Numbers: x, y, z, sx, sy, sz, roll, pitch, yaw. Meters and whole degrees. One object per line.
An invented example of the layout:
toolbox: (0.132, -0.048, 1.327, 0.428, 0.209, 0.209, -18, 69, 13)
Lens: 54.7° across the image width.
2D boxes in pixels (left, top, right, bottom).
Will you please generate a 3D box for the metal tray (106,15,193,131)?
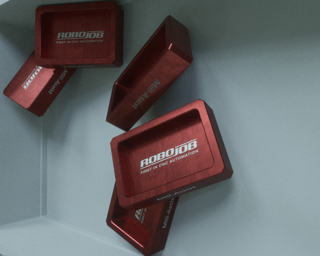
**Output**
metal tray: (-0.016, -0.067, 0.386, 0.129, 0.030, 0.090, -45, 28, 31)

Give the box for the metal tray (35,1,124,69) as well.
metal tray: (-0.122, -0.138, 0.468, 0.131, 0.030, 0.089, 1, 91, 13)

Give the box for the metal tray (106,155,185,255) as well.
metal tray: (-0.022, 0.092, 0.421, 0.090, 0.030, 0.129, 24, 105, 37)

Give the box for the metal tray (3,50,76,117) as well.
metal tray: (-0.199, -0.092, 0.530, 0.090, 0.030, 0.130, 26, 79, 35)

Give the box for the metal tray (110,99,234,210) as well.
metal tray: (0.008, 0.033, 0.361, 0.130, 0.030, 0.090, -24, 61, 20)
